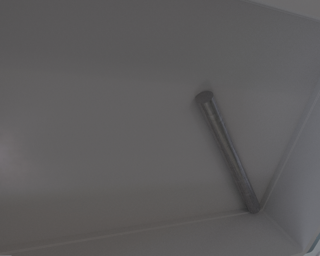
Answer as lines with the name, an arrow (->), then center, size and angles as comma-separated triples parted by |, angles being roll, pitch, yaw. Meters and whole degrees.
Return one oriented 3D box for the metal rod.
metal rod -> 0.121, 0.057, 0.508 | 0.025, 0.025, 0.300 | -36, 129, -4
